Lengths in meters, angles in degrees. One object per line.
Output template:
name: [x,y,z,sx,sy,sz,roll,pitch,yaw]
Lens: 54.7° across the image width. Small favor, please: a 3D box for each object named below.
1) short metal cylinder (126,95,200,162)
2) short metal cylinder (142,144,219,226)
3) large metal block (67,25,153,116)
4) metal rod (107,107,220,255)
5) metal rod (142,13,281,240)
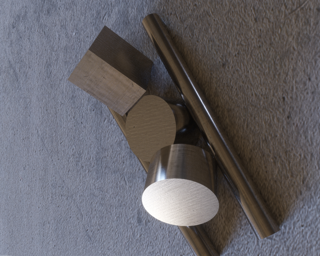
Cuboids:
short metal cylinder: [0.003,0.001,0.387,0.080,0.050,0.080,0,90,40]
short metal cylinder: [0.024,0.064,0.343,0.080,0.080,0.050,-38,24,33]
large metal block: [-0.060,-0.075,0.400,0.050,0.080,0.080,-44,22,31]
metal rod: [-0.016,0.041,0.419,0.025,0.025,0.299,-48,62,29]
metal rod: [0.049,-0.018,0.365,0.025,0.025,0.299,-39,66,33]
